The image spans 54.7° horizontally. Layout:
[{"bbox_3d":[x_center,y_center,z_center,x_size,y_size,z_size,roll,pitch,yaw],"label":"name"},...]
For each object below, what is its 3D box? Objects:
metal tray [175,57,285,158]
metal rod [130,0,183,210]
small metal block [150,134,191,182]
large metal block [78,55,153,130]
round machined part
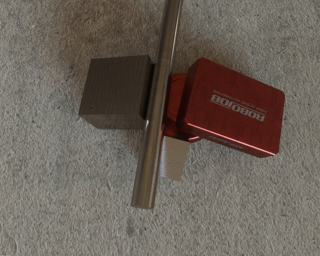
[{"bbox_3d":[0.092,-0.023,0.392,0.131,0.030,0.090,19,71,-15],"label":"metal tray"},{"bbox_3d":[0.001,-0.053,0.384,0.025,0.025,0.299,7,68,2],"label":"metal rod"},{"bbox_3d":[0.007,0.034,0.387,0.050,0.025,0.050,15,96,6],"label":"small metal block"},{"bbox_3d":[-0.049,-0.044,0.400,0.080,0.050,0.080,0,69,19],"label":"large metal block"},{"bbox_3d":[0.032,-0.031,0.412,0.099,0.042,0.098,0,70,0],"label":"round machined part"}]
